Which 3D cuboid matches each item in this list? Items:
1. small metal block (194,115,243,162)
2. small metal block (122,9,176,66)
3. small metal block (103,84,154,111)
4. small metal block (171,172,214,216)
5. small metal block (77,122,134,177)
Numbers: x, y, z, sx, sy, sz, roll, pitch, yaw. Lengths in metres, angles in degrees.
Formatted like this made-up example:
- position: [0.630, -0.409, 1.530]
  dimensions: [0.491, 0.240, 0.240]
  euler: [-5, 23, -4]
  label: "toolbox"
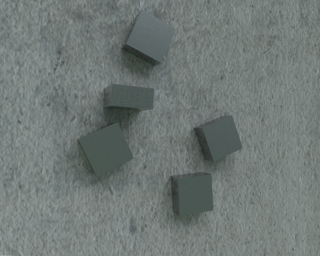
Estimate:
- position: [0.083, 0.014, 0.441]
  dimensions: [0.050, 0.025, 0.050]
  euler: [-22, 98, -19]
  label: "small metal block"
- position: [-0.015, -0.116, 0.404]
  dimensions: [0.050, 0.025, 0.050]
  euler: [25, 82, -19]
  label: "small metal block"
- position: [-0.040, -0.036, 0.382]
  dimensions: [0.050, 0.050, 0.025]
  euler: [4, 89, -20]
  label: "small metal block"
- position: [0.044, 0.090, 0.427]
  dimensions: [0.050, 0.025, 0.050]
  euler: [-4, 92, -20]
  label: "small metal block"
- position: [-0.068, 0.026, 0.385]
  dimensions: [0.050, 0.025, 0.050]
  euler: [-26, 99, -19]
  label: "small metal block"
